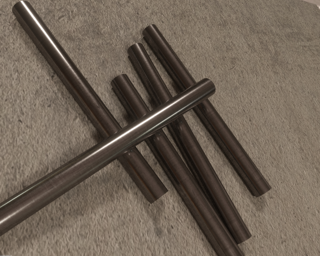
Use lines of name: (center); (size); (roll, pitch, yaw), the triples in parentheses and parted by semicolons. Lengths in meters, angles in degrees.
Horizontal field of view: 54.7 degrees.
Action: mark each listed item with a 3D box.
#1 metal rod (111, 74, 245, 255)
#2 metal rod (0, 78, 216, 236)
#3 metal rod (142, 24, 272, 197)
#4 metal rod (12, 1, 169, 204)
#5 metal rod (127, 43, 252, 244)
metal rod: (0.025, 0.058, 0.383); (0.025, 0.025, 0.299); (-24, 75, -37)
metal rod: (-0.046, 0.018, 0.338); (0.302, 0.025, 0.025); (-34, 81, -29)
metal rod: (0.063, -0.033, 0.459); (0.025, 0.025, 0.299); (-24, 75, -37)
metal rod: (-0.090, -0.038, 0.379); (0.025, 0.025, 0.299); (-30, 79, -38)
metal rod: (0.032, 0.010, 0.416); (0.025, 0.025, 0.299); (-17, 71, -35)
